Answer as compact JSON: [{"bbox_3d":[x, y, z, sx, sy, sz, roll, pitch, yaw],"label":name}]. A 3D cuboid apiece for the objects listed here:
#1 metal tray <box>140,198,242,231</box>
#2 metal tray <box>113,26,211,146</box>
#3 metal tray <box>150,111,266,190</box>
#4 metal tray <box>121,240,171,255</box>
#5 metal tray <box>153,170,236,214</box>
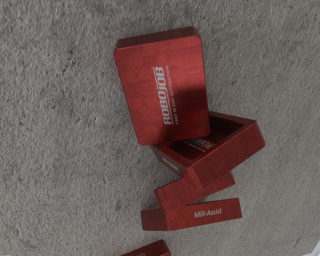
[{"bbox_3d":[0.047,0.132,0.475,0.131,0.090,0.030,0,74,-29],"label":"metal tray"},{"bbox_3d":[0.007,-0.043,0.359,0.090,0.030,0.129,-9,126,4],"label":"metal tray"},{"bbox_3d":[0.049,0.018,0.371,0.090,0.130,0.030,-32,108,-13],"label":"metal tray"},{"bbox_3d":[-0.046,0.255,0.537,0.131,0.030,0.089,-15,125,-20],"label":"metal tray"},{"bbox_3d":[0.051,0.073,0.412,0.090,0.030,0.130,-25,170,9],"label":"metal tray"}]
